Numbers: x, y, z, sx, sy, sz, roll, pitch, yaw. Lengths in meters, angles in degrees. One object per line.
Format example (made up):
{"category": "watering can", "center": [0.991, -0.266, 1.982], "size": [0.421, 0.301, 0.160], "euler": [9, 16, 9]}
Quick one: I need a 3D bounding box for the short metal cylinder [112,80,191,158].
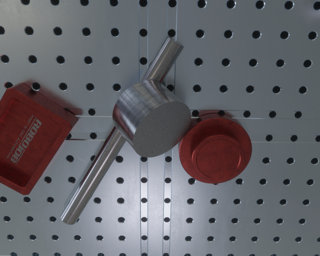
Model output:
{"category": "short metal cylinder", "center": [-0.010, -0.011, 0.375], "size": [0.081, 0.050, 0.079], "euler": [-24, 138, -23]}

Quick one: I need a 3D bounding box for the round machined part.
{"category": "round machined part", "center": [0.075, 0.033, 0.417], "size": [0.099, 0.042, 0.097], "euler": [0, 110, 0]}

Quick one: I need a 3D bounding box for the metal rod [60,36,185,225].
{"category": "metal rod", "center": [-0.059, 0.015, 0.418], "size": [0.025, 0.025, 0.298], "euler": [30, 107, -11]}

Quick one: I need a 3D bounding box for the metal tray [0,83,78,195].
{"category": "metal tray", "center": [-0.184, 0.017, 0.415], "size": [0.090, 0.030, 0.129], "euler": [33, 107, -12]}
